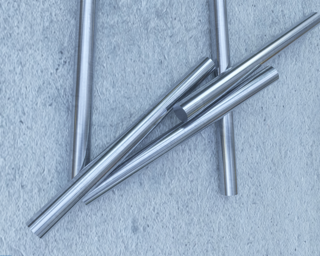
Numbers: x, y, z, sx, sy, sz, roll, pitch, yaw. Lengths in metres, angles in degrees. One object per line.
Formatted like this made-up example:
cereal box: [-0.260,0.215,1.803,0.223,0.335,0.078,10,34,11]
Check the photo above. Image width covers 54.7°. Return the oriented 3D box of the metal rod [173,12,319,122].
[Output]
metal rod: [0.137,-0.097,0.438,0.302,0.025,0.025,-35,102,-25]

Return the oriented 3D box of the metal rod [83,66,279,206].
metal rod: [0.031,0.004,0.402,0.301,0.025,0.025,-33,101,-10]

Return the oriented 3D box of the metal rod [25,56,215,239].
metal rod: [-0.032,0.009,0.379,0.301,0.025,0.025,-45,104,-21]

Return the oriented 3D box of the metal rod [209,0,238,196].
metal rod: [0.090,-0.054,0.441,0.025,0.025,0.298,-4,92,-20]

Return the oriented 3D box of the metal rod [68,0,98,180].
metal rod: [-0.091,-0.087,0.375,0.025,0.025,0.298,3,89,-20]
